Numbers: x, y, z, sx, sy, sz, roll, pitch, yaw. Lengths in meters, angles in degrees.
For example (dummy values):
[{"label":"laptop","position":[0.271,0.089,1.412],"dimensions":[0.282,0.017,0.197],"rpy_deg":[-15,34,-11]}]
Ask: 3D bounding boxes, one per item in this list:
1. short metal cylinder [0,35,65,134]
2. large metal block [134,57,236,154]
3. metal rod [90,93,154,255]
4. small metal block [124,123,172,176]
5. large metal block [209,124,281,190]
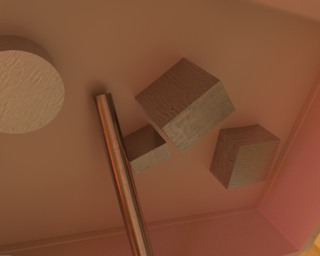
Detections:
[{"label":"short metal cylinder","position":[-0.136,-0.041,0.293],"dimensions":[0.081,0.050,0.079],"rpy_deg":[-14,125,-21]},{"label":"large metal block","position":[0.028,-0.029,0.372],"dimensions":[0.080,0.080,0.050],"rpy_deg":[-40,130,-2]},{"label":"metal rod","position":[-0.033,0.106,0.372],"dimensions":[0.025,0.025,0.298],"rpy_deg":[-16,98,-20]},{"label":"small metal block","position":[-0.021,0.026,0.399],"dimensions":[0.050,0.050,0.025],"rpy_deg":[-27,128,-12]},{"label":"large metal block","position":[0.134,0.045,0.496],"dimensions":[0.081,0.050,0.079],"rpy_deg":[-7,122,-26]}]
